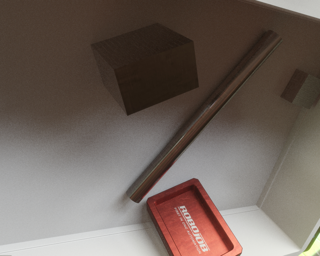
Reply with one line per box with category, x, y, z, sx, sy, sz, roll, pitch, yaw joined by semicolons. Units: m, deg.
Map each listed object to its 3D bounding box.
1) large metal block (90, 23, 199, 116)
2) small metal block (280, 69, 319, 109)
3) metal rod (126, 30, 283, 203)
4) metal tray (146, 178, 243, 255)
large metal block;-0.017;-0.066;0.324;0.081;0.080;0.050;-23;127;-15
small metal block;0.231;-0.062;0.500;0.050;0.025;0.050;11;113;-34
metal rod;0.058;-0.012;0.434;0.299;0.025;0.025;-49;129;6
metal tray;0.046;0.147;0.457;0.091;0.130;0.030;-20;144;-17
